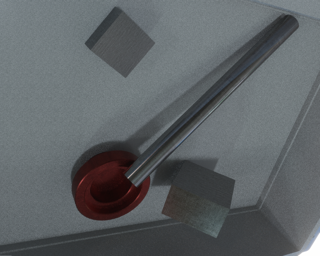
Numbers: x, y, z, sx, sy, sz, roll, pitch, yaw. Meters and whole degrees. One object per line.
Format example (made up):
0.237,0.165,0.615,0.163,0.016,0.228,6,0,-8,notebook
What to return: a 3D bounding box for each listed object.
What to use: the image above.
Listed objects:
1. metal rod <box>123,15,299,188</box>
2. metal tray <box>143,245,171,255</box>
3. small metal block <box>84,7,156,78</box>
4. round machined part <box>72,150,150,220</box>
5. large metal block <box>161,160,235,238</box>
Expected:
0.071,-0.040,0.395,0.301,0.025,0.025,-44,130,-10,metal rod
-0.005,0.283,0.582,0.090,0.030,0.130,-37,130,-4,metal tray
-0.042,-0.091,0.331,0.050,0.025,0.050,-49,129,6,small metal block
-0.066,0.070,0.406,0.099,0.042,0.097,-14,125,-21,round machined part
0.058,0.098,0.446,0.080,0.080,0.050,22,114,10,large metal block
